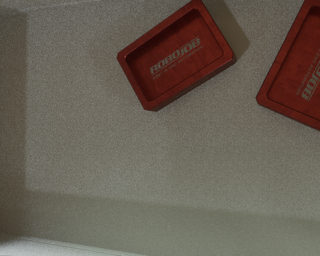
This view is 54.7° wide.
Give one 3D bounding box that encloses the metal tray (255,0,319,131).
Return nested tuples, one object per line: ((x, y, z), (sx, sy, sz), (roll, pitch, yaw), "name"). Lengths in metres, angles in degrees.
((0.177, -0.069, 0.345), (0.090, 0.030, 0.129), (27, 99, 17), "metal tray")

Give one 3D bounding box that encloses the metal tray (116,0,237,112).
((0.019, -0.090, 0.400), (0.130, 0.030, 0.090), (-31, 80, 17), "metal tray")
